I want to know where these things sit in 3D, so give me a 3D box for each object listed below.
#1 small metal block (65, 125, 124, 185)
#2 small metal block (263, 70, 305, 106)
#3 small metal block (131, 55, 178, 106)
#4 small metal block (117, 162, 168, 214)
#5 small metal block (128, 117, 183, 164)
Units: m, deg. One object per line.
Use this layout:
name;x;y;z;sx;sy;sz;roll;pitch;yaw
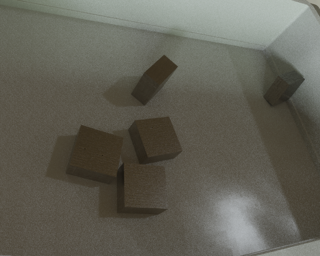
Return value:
small metal block;-0.072;0.030;0.348;0.050;0.025;0.050;18;55;-18
small metal block;0.219;-0.070;0.547;0.050;0.050;0.025;-20;59;-35
small metal block;-0.008;-0.065;0.425;0.025;0.050;0.050;41;51;-1
small metal block;-0.021;0.069;0.352;0.050;0.025;0.050;9;58;-24
small metal block;-0.006;0.015;0.393;0.050;0.025;0.050;-7;66;-31
